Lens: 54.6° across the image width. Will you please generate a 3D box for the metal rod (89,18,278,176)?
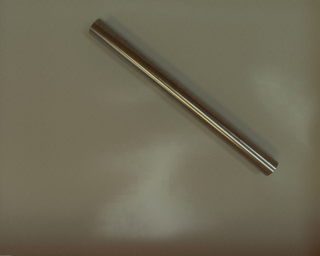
[{"bbox_3d":[0.031,-0.040,0.411,0.300,0.025,0.025,39,90,0],"label":"metal rod"}]
